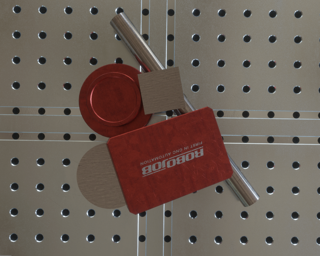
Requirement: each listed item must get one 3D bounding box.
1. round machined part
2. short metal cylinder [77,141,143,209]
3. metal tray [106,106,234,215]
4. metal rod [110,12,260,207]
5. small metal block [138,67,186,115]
[{"bbox_3d":[-0.056,-0.035,0.400,0.099,0.042,0.097,0,90,1],"label":"round machined part"},{"bbox_3d":[-0.060,0.057,0.396,0.081,0.050,0.079,0,90,0],"label":"short metal cylinder"},{"bbox_3d":[0.012,0.036,0.369,0.131,0.030,0.090,-18,90,-13],"label":"metal tray"},{"bbox_3d":[0.033,-0.024,0.410,0.025,0.025,0.299,-36,90,0],"label":"metal rod"},{"bbox_3d":[0.003,-0.046,0.386,0.050,0.025,0.050,-10,93,5],"label":"small metal block"}]
